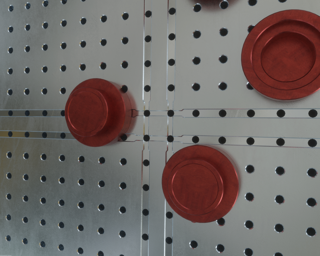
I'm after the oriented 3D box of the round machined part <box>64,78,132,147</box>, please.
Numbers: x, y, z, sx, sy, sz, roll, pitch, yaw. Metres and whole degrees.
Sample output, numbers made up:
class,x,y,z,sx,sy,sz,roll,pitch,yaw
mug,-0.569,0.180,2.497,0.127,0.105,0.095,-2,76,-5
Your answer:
class,x,y,z,sx,sy,sz,roll,pitch,yaw
round machined part,-0.094,-0.022,0.437,0.098,0.042,0.097,0,90,20

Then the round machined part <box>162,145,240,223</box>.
class,x,y,z,sx,sy,sz,roll,pitch,yaw
round machined part,0.048,0.070,0.387,0.098,0.042,0.097,0,90,20

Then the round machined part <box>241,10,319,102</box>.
class,x,y,z,sx,sy,sz,roll,pitch,yaw
round machined part,0.145,-0.079,0.352,0.098,0.042,0.097,0,90,20
